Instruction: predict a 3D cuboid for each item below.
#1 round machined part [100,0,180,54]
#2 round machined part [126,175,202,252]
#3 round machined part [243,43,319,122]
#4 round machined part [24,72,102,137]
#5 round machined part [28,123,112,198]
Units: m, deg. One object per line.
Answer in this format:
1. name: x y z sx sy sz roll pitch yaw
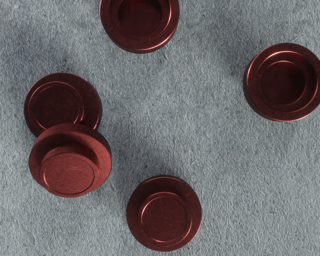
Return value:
1. round machined part: -0.025 -0.144 0.401 0.099 0.042 0.097 0 90 0
2. round machined part: 0.006 0.112 0.401 0.099 0.042 0.097 0 90 0
3. round machined part: 0.156 -0.057 0.402 0.099 0.042 0.097 0 90 0
4. round machined part: -0.127 -0.024 0.400 0.099 0.042 0.097 0 90 0
5. round machined part: -0.109 0.046 0.379 0.099 0.042 0.097 -5 120 -8
